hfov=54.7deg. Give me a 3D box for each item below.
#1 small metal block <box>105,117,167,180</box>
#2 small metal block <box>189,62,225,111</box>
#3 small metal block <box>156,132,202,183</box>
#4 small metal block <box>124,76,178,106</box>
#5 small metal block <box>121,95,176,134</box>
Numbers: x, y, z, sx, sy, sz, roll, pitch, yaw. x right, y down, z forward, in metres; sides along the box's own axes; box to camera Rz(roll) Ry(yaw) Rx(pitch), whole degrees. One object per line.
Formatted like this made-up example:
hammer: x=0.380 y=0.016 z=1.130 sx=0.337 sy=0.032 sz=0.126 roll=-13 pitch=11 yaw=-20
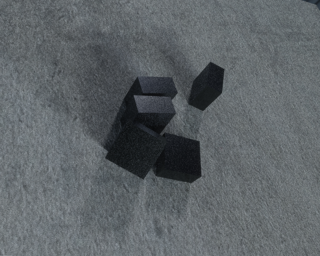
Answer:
small metal block: x=-0.027 y=0.023 z=0.358 sx=0.050 sy=0.050 sz=0.025 roll=31 pitch=10 yaw=-9
small metal block: x=0.070 y=-0.062 z=0.465 sx=0.025 sy=0.050 sz=0.050 roll=24 pitch=53 yaw=-14
small metal block: x=0.024 y=0.038 z=0.395 sx=0.050 sy=0.025 sz=0.050 roll=15 pitch=56 yaw=-21
small metal block: x=-0.013 y=-0.043 z=0.408 sx=0.050 sy=0.050 sz=0.025 roll=-4 pitch=64 yaw=-30
small metal block: x=-0.016 y=-0.015 z=0.389 sx=0.050 sy=0.050 sz=0.025 roll=-1 pitch=58 yaw=-29
